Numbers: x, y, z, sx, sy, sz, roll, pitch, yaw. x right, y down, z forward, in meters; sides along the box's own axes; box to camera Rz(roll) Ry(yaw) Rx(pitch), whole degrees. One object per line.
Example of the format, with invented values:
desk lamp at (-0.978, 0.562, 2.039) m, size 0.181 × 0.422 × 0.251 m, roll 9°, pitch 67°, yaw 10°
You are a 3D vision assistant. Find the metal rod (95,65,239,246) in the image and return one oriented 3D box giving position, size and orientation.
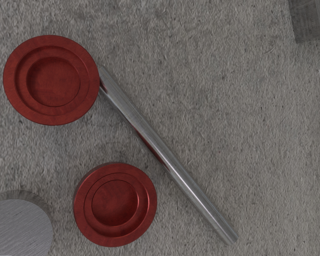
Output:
metal rod at (0.012, 0.045, 0.413) m, size 0.025 × 0.025 × 0.300 m, roll -42°, pitch 103°, yaw -15°

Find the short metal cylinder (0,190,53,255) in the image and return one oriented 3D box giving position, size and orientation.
short metal cylinder at (-0.160, 0.112, 0.337) m, size 0.081 × 0.050 × 0.080 m, roll 0°, pitch 90°, yaw -20°

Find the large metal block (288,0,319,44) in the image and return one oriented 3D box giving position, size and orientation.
large metal block at (0.258, -0.185, 0.491) m, size 0.081 × 0.050 × 0.080 m, roll -15°, pitch 95°, yaw -20°

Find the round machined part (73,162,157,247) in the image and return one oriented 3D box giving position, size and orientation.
round machined part at (-0.056, 0.090, 0.380) m, size 0.099 × 0.042 × 0.097 m, roll 0°, pitch 90°, yaw -20°

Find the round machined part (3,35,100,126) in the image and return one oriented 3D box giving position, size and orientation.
round machined part at (-0.120, -0.051, 0.352) m, size 0.099 × 0.042 × 0.097 m, roll 0°, pitch 91°, yaw -13°
